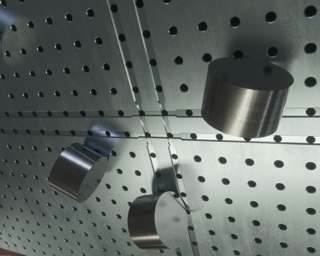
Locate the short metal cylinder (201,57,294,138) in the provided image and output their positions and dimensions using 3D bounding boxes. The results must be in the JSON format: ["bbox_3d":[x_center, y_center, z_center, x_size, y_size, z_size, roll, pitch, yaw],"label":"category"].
[{"bbox_3d":[0.085,-0.033,0.310,0.080,0.080,0.050,17,125,18],"label":"short metal cylinder"}]

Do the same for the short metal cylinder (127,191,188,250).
[{"bbox_3d":[-0.002,0.138,0.461,0.050,0.080,0.080,-17,109,35],"label":"short metal cylinder"}]

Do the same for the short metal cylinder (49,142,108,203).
[{"bbox_3d":[-0.125,0.069,0.482,0.050,0.080,0.079,26,127,12],"label":"short metal cylinder"}]
